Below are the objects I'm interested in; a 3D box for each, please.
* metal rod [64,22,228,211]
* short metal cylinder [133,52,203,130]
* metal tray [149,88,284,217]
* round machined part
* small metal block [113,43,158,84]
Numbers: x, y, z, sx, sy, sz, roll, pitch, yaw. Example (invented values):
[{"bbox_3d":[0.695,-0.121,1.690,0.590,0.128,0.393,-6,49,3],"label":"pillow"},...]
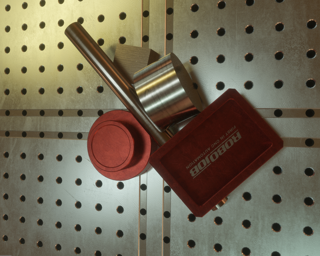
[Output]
[{"bbox_3d":[-0.021,-0.018,0.401,0.025,0.025,0.300,-41,85,15],"label":"metal rod"},{"bbox_3d":[0.011,-0.044,0.378,0.050,0.080,0.080,-26,82,18],"label":"short metal cylinder"},{"bbox_3d":[0.064,0.028,0.364,0.130,0.030,0.090,-41,85,-1],"label":"metal tray"},{"bbox_3d":[-0.058,0.023,0.422,0.098,0.042,0.097,0,90,19],"label":"round machined part"},{"bbox_3d":[-0.036,-0.085,0.425,0.050,0.025,0.050,14,95,19],"label":"small metal block"}]
